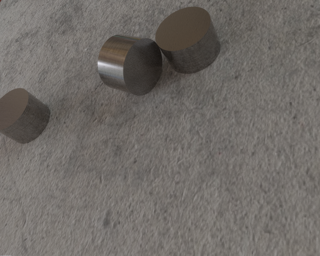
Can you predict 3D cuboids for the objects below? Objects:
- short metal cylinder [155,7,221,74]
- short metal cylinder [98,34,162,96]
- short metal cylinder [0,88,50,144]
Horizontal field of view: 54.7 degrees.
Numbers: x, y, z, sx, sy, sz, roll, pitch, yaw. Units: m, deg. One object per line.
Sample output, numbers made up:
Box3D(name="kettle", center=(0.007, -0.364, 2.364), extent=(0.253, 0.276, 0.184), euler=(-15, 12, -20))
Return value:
Box3D(name="short metal cylinder", center=(0.040, -0.125, 0.442), extent=(0.080, 0.050, 0.080), euler=(-13, 56, 20))
Box3D(name="short metal cylinder", center=(-0.042, -0.091, 0.445), extent=(0.050, 0.080, 0.080), euler=(20, 72, 35))
Box3D(name="short metal cylinder", center=(-0.235, -0.020, 0.520), extent=(0.080, 0.050, 0.080), euler=(-13, 56, 20))
